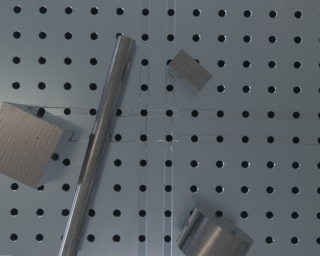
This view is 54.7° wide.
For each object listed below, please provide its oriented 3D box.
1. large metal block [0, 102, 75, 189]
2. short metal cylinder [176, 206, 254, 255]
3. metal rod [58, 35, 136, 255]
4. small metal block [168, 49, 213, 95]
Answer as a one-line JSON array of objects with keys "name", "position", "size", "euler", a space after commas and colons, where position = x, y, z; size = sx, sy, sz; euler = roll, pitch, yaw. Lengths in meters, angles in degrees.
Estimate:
[{"name": "large metal block", "position": [-0.170, 0.021, 0.399], "size": [0.080, 0.050, 0.080], "euler": [26, 90, 0]}, {"name": "short metal cylinder", "position": [0.068, 0.141, 0.387], "size": [0.080, 0.080, 0.050], "euler": [30, 90, 0]}, {"name": "metal rod", "position": [-0.084, 0.025, 0.412], "size": [0.025, 0.025, 0.298], "euler": [15, 90, 0]}, {"name": "small metal block", "position": [0.037, -0.071, 0.401], "size": [0.050, 0.050, 0.025], "euler": [41, 90, 0]}]
